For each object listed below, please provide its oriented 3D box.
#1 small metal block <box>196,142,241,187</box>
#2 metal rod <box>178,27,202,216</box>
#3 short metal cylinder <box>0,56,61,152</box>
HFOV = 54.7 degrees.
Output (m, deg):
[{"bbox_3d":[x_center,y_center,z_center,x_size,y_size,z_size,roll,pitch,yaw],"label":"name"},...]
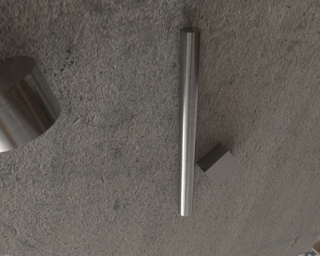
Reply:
[{"bbox_3d":[0.094,0.059,0.498,0.050,0.025,0.050,-43,130,1],"label":"small metal block"},{"bbox_3d":[0.039,0.012,0.437,0.025,0.025,0.298,-15,125,-20],"label":"metal rod"},{"bbox_3d":[-0.139,-0.024,0.281,0.080,0.080,0.050,-27,128,-12],"label":"short metal cylinder"}]
